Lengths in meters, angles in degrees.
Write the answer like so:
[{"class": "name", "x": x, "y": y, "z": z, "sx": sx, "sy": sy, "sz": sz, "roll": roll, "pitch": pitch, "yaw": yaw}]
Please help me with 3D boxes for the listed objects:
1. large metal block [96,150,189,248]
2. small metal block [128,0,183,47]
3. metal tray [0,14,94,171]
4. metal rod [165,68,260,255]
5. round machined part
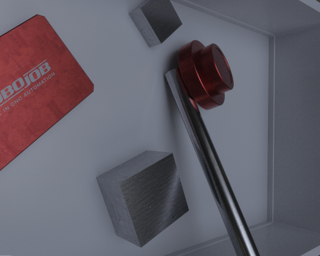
[{"class": "large metal block", "x": -0.019, "y": 0.081, "z": 0.376, "sx": 0.081, "sy": 0.050, "sz": 0.080, "roll": -26, "pitch": 107, "yaw": -37}, {"class": "small metal block", "x": -0.005, "y": -0.142, "z": 0.404, "sx": 0.050, "sy": 0.025, "sz": 0.050, "roll": -50, "pitch": 120, "yaw": -29}, {"class": "metal tray", "x": -0.137, "y": -0.034, "z": 0.289, "sx": 0.131, "sy": 0.030, "sz": 0.090, "roll": -48, "pitch": 119, "yaw": -29}, {"class": "metal rod", "x": 0.069, "y": 0.059, "z": 0.386, "sx": 0.025, "sy": 0.025, "sz": 0.299, "roll": -7, "pitch": 69, "yaw": -40}, {"class": "round machined part", "x": 0.069, "y": -0.078, "z": 0.430, "sx": 0.098, "sy": 0.042, "sz": 0.098, "roll": 39, "pitch": 41, "yaw": -43}]
